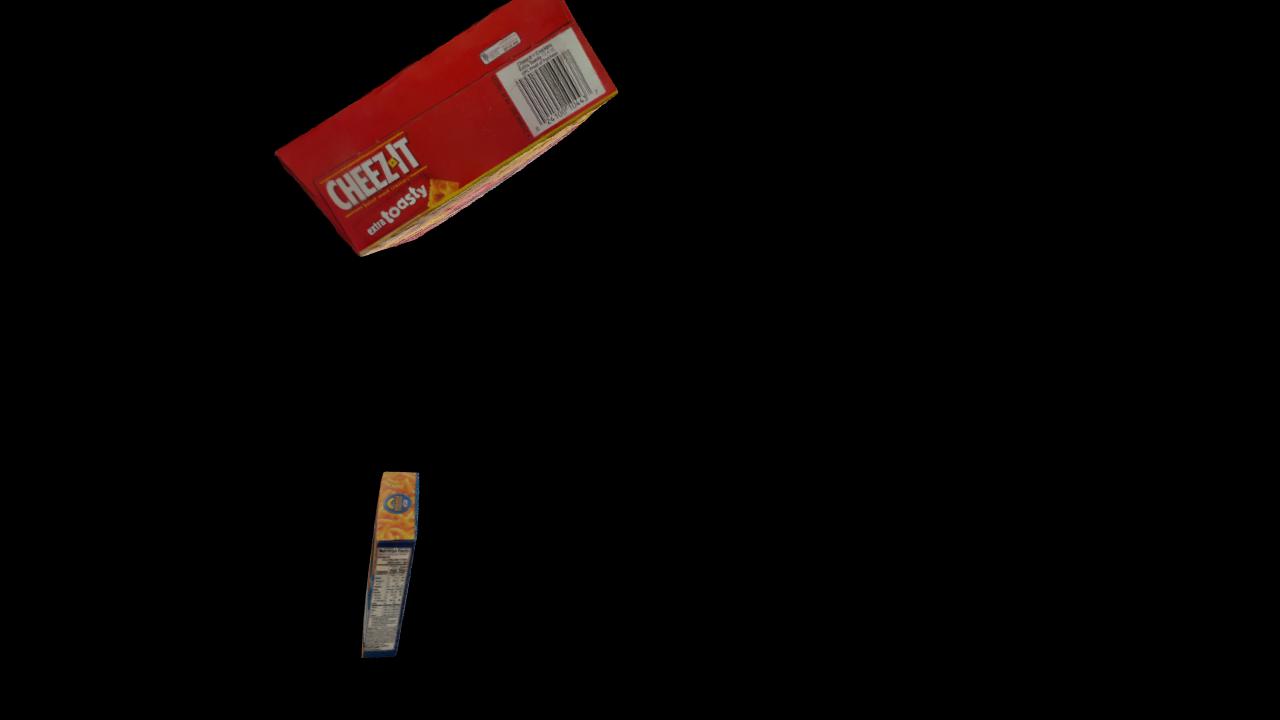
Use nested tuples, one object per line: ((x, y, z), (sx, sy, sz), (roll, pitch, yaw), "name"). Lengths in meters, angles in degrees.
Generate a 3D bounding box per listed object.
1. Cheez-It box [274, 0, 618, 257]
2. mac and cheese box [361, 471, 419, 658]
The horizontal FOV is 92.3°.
((-0.117, -0.147, 0.412), (0.166, 0.071, 0.223), (-34, 18, -2), "Cheez-It box")
((-0.260, 0.215, 0.640), (0.041, 0.184, 0.093), (7, 31, -21), "mac and cheese box")
